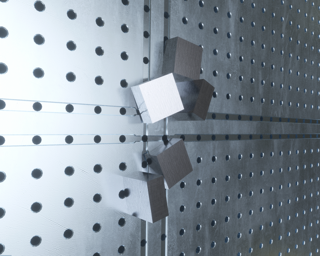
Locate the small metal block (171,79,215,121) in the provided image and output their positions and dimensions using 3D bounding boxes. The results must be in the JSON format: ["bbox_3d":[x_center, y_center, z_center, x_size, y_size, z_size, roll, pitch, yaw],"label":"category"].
[{"bbox_3d":[0.043,-0.038,0.431,0.025,0.050,0.050,31,71,-37],"label":"small metal block"}]

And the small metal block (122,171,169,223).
[{"bbox_3d":[-0.018,0.083,0.380,0.025,0.050,0.050,-13,99,-40],"label":"small metal block"}]

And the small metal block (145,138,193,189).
[{"bbox_3d":[0.013,0.047,0.422,0.050,0.025,0.050,-31,110,-36],"label":"small metal block"}]

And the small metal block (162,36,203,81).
[{"bbox_3d":[0.032,-0.095,0.438,0.050,0.025,0.050,11,83,-40],"label":"small metal block"}]

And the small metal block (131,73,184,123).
[{"bbox_3d":[-0.003,-0.039,0.401,0.050,0.025,0.050,-25,103,-26],"label":"small metal block"}]
